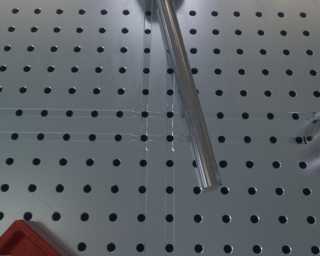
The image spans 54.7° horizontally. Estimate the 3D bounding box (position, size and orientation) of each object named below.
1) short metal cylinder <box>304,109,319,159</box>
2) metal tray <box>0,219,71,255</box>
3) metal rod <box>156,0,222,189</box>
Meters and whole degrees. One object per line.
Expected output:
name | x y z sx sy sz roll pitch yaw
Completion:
short metal cylinder | 0.237 0.004 0.398 0.081 0.050 0.080 0 70 0
metal tray | -0.138 0.177 0.343 0.130 0.030 0.090 36 74 12
metal rod | 0.035 -0.064 0.435 0.025 0.025 0.299 -11 70 -4
